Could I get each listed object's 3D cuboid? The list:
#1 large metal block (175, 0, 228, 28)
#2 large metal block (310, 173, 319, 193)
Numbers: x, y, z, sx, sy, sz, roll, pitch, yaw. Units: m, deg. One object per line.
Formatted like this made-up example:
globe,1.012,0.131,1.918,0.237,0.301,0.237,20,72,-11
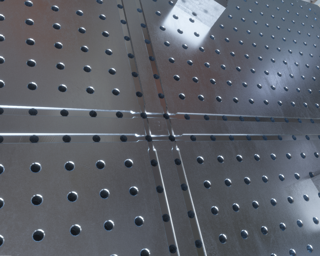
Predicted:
large metal block,0.084,-0.251,0.590,0.080,0.050,0.080,29,52,-10
large metal block,0.305,0.096,0.497,0.081,0.050,0.080,-15,70,-34
